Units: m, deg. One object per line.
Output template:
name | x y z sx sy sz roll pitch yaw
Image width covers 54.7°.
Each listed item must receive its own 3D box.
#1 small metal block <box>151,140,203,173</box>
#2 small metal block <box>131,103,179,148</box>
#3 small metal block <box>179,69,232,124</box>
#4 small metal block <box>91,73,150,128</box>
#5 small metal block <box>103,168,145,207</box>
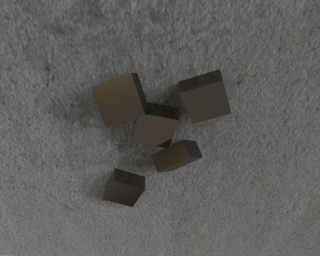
small metal block | 0.024 0.039 0.424 0.050 0.025 0.050 -28 164 21
small metal block | -0.007 -0.004 0.404 0.050 0.025 0.050 11 129 -10
small metal block | 0.055 -0.037 0.377 0.050 0.025 0.050 -16 129 12
small metal block | -0.045 -0.033 0.363 0.050 0.025 0.050 -17 95 13
small metal block | -0.056 0.095 0.487 0.050 0.025 0.050 19 127 -16
